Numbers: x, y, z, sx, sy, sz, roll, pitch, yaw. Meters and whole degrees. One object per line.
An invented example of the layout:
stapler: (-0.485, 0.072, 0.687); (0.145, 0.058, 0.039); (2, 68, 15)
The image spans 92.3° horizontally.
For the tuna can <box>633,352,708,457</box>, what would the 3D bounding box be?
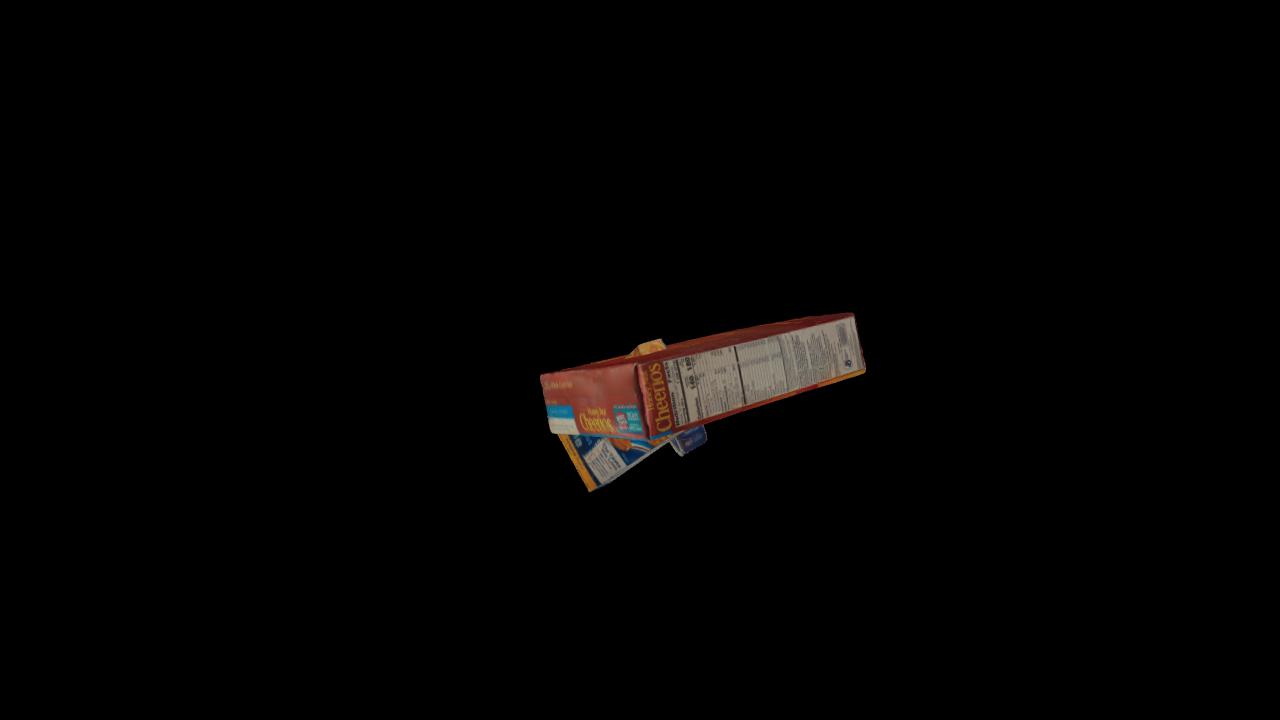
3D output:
tuna can: (0.038, 0.059, 0.658); (0.034, 0.084, 0.084); (-29, 4, -7)

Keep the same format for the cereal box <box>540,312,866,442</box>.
cereal box: (0.069, 0.017, 0.682); (0.306, 0.081, 0.203); (-13, 3, -33)

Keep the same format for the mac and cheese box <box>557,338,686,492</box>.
mac and cheese box: (-0.018, 0.064, 0.650); (0.041, 0.093, 0.184); (-16, -19, -44)
